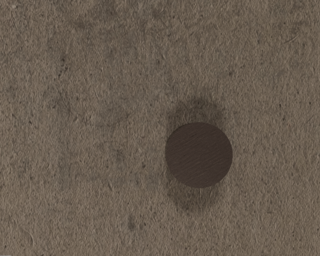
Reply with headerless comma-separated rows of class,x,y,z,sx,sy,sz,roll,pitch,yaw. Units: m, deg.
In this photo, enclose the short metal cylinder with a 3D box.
short metal cylinder,0.047,0.033,0.398,0.081,0.050,0.079,0,90,-1
